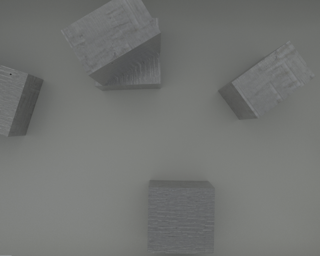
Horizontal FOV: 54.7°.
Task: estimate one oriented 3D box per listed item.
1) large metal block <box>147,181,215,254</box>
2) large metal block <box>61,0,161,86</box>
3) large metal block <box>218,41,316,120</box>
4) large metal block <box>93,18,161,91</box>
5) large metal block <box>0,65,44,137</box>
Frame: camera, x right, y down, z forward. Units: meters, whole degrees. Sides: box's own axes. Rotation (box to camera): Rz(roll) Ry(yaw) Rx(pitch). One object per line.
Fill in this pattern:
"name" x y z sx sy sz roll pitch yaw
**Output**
"large metal block" 0.026 0.112 0.399 0.081 0.050 0.079 1 90 -1
"large metal block" -0.047 -0.092 0.333 0.080 0.080 0.050 -31 90 0
"large metal block" 0.127 -0.054 0.386 0.080 0.080 0.050 -36 90 0
"large metal block" -0.041 -0.092 0.398 0.081 0.050 0.079 -2 90 -1
"large metal block" -0.209 -0.040 0.396 0.080 0.050 0.080 18 90 -1
